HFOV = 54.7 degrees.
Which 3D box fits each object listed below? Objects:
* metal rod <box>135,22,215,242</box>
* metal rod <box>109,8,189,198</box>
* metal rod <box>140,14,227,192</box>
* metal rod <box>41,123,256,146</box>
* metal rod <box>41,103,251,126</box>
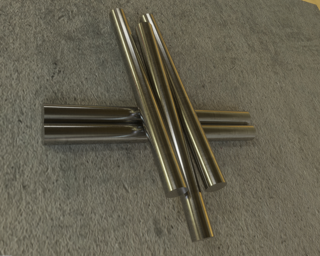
[{"bbox_3d":[0.011,-0.014,0.388,0.025,0.025,0.299,0,62,-29],"label":"metal rod"},{"bbox_3d":[-0.024,-0.053,0.399,0.025,0.025,0.299,0,54,-29],"label":"metal rod"},{"bbox_3d":[0.021,-0.054,0.424,0.025,0.025,0.299,0,54,-29],"label":"metal rod"},{"bbox_3d":[0.006,0.007,0.407,0.303,0.025,0.025,0,62,-29],"label":"metal rod"},{"bbox_3d":[0.002,-0.015,0.418,0.303,0.025,0.025,0,62,-29],"label":"metal rod"}]
